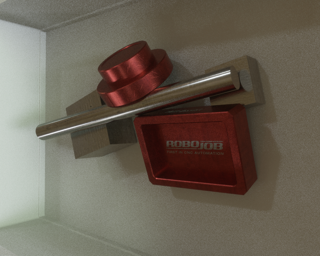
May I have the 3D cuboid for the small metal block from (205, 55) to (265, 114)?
[{"bbox_3d":[0.081,-0.045,0.337,0.050,0.025,0.050,-15,81,38],"label":"small metal block"}]

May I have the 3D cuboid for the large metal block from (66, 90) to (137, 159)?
[{"bbox_3d":[-0.088,-0.004,0.458,0.080,0.050,0.080,-23,76,37],"label":"large metal block"}]

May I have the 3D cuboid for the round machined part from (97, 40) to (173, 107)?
[{"bbox_3d":[-0.037,-0.072,0.383,0.098,0.098,0.042,-6,127,39],"label":"round machined part"}]

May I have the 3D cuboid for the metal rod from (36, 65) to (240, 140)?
[{"bbox_3d":[-0.050,-0.022,0.386,0.300,0.025,0.025,-13,82,31],"label":"metal rod"}]

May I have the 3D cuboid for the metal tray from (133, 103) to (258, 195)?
[{"bbox_3d":[0.036,0.023,0.352,0.130,0.030,0.089,-2,108,39],"label":"metal tray"}]
